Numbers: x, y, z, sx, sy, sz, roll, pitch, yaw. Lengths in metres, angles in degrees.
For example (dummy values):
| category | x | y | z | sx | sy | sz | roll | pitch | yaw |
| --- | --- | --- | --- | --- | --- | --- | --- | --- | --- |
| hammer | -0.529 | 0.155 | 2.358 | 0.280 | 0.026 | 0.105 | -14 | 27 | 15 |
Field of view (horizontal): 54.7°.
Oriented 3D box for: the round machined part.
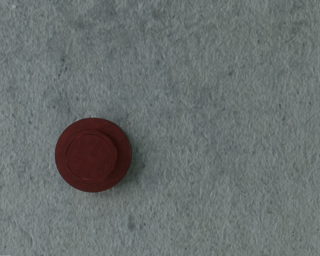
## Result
| category | x | y | z | sx | sy | sz | roll | pitch | yaw |
| --- | --- | --- | --- | --- | --- | --- | --- | --- | --- |
| round machined part | -0.087 | 0.035 | 0.400 | 0.099 | 0.042 | 0.097 | 0 | 90 | -1 |
